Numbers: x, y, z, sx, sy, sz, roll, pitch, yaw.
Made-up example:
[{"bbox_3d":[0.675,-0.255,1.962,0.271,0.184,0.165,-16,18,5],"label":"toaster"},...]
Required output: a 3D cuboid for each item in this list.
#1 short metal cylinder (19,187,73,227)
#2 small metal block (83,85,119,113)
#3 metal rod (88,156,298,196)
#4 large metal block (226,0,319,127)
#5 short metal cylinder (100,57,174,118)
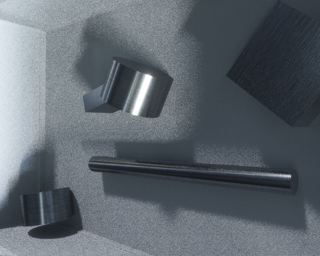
[{"bbox_3d":[-0.193,0.132,0.527,0.080,0.081,0.050,-14,81,39],"label":"short metal cylinder"},{"bbox_3d":[-0.075,-0.041,0.449,0.050,0.050,0.025,-19,78,40],"label":"small metal block"},{"bbox_3d":[0.014,0.055,0.393,0.300,0.025,0.025,-1,90,39],"label":"metal rod"},{"bbox_3d":[0.124,-0.057,0.287,0.080,0.050,0.080,47,118,29],"label":"large metal block"},{"bbox_3d":[-0.029,-0.052,0.393,0.080,0.081,0.050,33,110,35],"label":"short metal cylinder"}]
